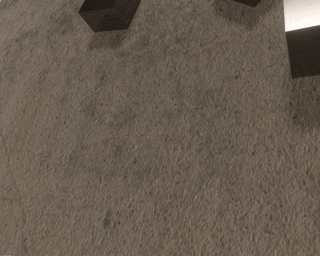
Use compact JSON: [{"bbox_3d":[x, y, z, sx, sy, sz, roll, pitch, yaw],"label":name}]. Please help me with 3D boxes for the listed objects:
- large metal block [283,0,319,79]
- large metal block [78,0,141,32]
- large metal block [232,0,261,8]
[{"bbox_3d":[0.182,-0.103,0.336,0.080,0.080,0.050,-5,60,25],"label":"large metal block"},{"bbox_3d":[-0.091,-0.228,0.573,0.080,0.050,0.080,5,64,30],"label":"large metal block"},{"bbox_3d":[0.132,-0.238,0.464,0.080,0.050,0.080,-46,52,-4],"label":"large metal block"}]
